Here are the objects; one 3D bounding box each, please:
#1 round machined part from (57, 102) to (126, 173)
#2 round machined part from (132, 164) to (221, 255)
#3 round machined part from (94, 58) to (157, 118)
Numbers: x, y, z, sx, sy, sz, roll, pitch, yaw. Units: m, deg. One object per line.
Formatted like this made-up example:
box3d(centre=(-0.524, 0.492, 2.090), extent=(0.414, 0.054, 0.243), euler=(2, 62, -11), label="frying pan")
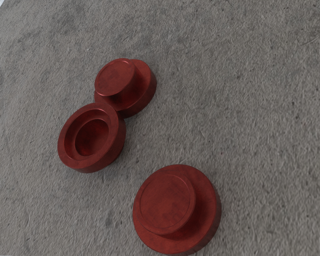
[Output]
box3d(centre=(-0.089, 0.017, 0.428), extent=(0.098, 0.042, 0.098), euler=(-13, 58, 22), label="round machined part")
box3d(centre=(0.013, 0.084, 0.335), extent=(0.098, 0.042, 0.098), euler=(-13, 56, 21), label="round machined part")
box3d(centre=(-0.058, -0.066, 0.464), extent=(0.098, 0.042, 0.098), euler=(-13, 56, 21), label="round machined part")
